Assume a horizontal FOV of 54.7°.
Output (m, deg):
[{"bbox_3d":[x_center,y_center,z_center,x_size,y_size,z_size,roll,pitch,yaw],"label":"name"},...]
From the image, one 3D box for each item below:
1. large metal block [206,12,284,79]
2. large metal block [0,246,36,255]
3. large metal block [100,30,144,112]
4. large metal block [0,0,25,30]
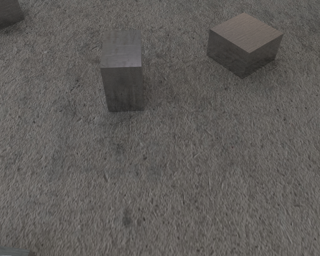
[{"bbox_3d":[0.135,-0.135,0.501,0.081,0.050,0.080,-32,57,-24],"label":"large metal block"},{"bbox_3d":[-0.157,0.147,0.262,0.080,0.050,0.080,6,50,5],"label":"large metal block"},{"bbox_3d":[-0.050,-0.079,0.434,0.050,0.080,0.080,-2,50,-2],"label":"large metal block"},{"bbox_3d":[-0.305,-0.224,0.553,0.050,0.080,0.080,34,58,25],"label":"large metal block"}]
